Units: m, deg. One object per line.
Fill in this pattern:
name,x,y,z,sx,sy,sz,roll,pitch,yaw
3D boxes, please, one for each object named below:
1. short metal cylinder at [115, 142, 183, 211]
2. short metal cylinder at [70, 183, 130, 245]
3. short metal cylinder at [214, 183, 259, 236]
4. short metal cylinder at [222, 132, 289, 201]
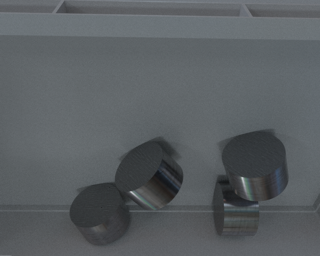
short metal cylinder,-0.015,0.066,0.429,0.080,0.080,0.050,-28,125,21
short metal cylinder,-0.093,0.134,0.486,0.080,0.080,0.050,-11,129,8
short metal cylinder,0.116,0.126,0.482,0.050,0.080,0.079,1,130,-1
short metal cylinder,0.129,0.051,0.419,0.080,0.080,0.050,-15,129,12
